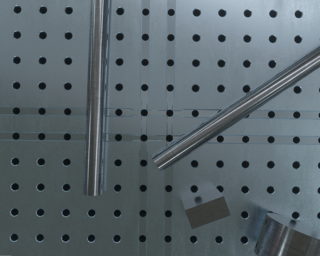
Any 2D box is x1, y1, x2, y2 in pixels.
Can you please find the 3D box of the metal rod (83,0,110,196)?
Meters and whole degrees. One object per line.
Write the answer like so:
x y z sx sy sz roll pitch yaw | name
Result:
-0.084 -0.062 0.412 0.025 0.025 0.298 2 90 0 | metal rod

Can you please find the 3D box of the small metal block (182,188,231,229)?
0.058 0.103 0.401 0.050 0.050 0.025 -20 90 0 | small metal block

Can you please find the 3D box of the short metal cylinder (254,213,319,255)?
0.166 0.146 0.387 0.080 0.080 0.050 19 90 0 | short metal cylinder

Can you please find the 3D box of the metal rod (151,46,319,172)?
0.121 -0.034 0.414 0.301 0.025 0.025 -33 90 0 | metal rod
